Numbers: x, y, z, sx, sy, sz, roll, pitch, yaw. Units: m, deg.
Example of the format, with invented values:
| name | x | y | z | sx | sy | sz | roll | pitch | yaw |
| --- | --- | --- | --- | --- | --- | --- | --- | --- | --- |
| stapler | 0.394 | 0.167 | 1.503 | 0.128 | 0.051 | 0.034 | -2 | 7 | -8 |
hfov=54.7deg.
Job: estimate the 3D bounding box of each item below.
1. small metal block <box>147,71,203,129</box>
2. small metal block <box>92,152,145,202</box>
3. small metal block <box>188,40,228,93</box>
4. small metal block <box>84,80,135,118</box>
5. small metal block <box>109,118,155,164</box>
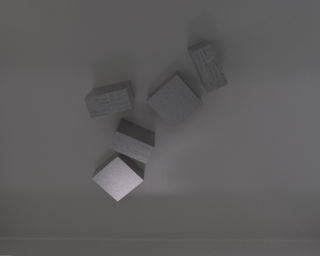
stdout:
| name | x | y | z | sx | sy | sz | roll | pitch | yaw |
| --- | --- | --- | --- | --- | --- | --- | --- | --- | --- |
| small metal block | 0.019 | -0.036 | 0.398 | 0.050 | 0.025 | 0.050 | -40 | 106 | 13 |
| small metal block | -0.058 | 0.066 | 0.435 | 0.050 | 0.025 | 0.050 | -41 | 105 | 13 |
| small metal block | 0.056 | -0.075 | 0.371 | 0.025 | 0.050 | 0.050 | -24 | 109 | 8 |
| small metal block | -0.060 | -0.037 | 0.384 | 0.050 | 0.050 | 0.025 | -13 | 110 | 5 |
| small metal block | -0.035 | 0.016 | 0.403 | 0.050 | 0.050 | 0.025 | 24 | 108 | -9 |
